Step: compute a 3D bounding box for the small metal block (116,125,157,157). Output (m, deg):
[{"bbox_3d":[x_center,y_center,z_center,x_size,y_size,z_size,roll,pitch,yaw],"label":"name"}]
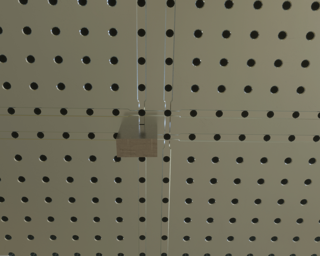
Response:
[{"bbox_3d":[-0.029,0.016,0.406,0.050,0.050,0.025,0,110,-1],"label":"small metal block"}]
